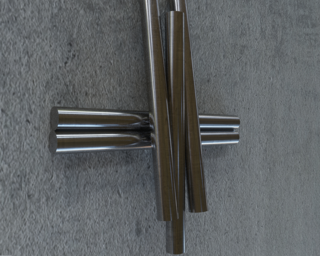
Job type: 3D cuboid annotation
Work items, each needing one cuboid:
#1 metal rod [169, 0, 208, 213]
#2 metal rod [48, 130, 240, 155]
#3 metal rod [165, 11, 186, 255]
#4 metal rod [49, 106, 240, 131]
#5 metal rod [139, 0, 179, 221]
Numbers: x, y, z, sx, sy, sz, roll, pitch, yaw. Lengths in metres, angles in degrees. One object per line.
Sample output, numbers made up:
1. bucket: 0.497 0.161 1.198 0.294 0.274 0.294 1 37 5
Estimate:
1. metal rod: 0.036 -0.042 0.411 0.025 0.025 0.298 0 82 -40
2. metal rod: 0.006 0.015 0.414 0.302 0.025 0.025 0 90 -40
3. metal rod: 0.019 0.006 0.391 0.025 0.025 0.298 0 90 -40
4. metal rod: 0.007 -0.010 0.415 0.302 0.025 0.025 0 90 -40
5. metal rod: -0.003 -0.041 0.378 0.025 0.025 0.298 0 82 -40
